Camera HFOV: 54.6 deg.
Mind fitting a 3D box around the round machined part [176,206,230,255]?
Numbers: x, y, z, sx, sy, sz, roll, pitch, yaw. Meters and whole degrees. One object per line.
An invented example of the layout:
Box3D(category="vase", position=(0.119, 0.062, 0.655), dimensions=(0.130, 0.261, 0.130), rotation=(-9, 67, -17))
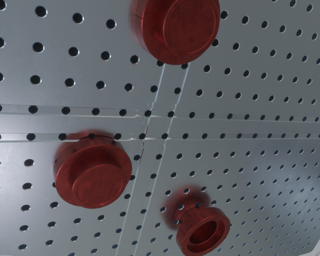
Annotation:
Box3D(category="round machined part", position=(0.071, 0.177, 0.548), dimensions=(0.099, 0.042, 0.097), rotation=(-14, 124, -21))

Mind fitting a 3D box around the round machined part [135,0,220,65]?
Box3D(category="round machined part", position=(0.026, -0.116, 0.342), dimensions=(0.099, 0.042, 0.097), rotation=(-14, 124, -21))

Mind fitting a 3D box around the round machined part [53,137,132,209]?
Box3D(category="round machined part", position=(-0.081, 0.063, 0.394), dimensions=(0.099, 0.042, 0.097), rotation=(-14, 124, -21))
